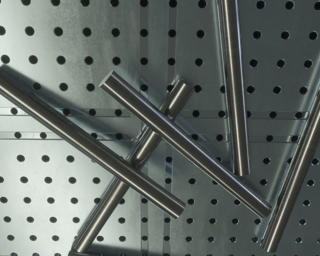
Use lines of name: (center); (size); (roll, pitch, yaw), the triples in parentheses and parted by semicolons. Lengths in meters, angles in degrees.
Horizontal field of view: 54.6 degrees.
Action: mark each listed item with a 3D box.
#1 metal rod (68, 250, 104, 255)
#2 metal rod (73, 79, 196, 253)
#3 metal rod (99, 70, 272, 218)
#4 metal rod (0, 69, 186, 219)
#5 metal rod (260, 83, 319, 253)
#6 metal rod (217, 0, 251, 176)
metal rod: (0.002, 0.236, 0.499); (0.302, 0.025, 0.025); (11, 110, -5)
metal rod: (-0.044, 0.063, 0.436); (0.025, 0.025, 0.299); (30, 107, -11)
metal rod: (0.047, 0.033, 0.405); (0.301, 0.025, 0.025); (40, 106, -21)
metal rod: (-0.093, 0.022, 0.401); (0.301, 0.025, 0.025); (37, 106, -5)
metal rod: (0.196, 0.048, 0.432); (0.025, 0.025, 0.298); (10, 110, -4)
metal rod: (0.091, -0.077, 0.385); (0.025, 0.025, 0.298); (-9, 110, 3)
